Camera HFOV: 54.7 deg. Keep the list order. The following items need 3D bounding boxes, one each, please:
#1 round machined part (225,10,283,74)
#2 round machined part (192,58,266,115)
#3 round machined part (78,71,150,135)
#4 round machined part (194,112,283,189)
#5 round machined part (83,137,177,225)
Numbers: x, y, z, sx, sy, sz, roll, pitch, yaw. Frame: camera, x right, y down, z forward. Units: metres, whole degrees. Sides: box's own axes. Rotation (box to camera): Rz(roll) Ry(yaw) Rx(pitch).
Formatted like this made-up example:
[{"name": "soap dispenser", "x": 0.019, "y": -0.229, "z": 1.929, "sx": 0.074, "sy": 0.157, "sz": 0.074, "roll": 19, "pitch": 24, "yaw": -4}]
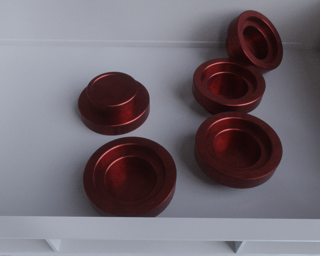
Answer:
[{"name": "round machined part", "x": 0.142, "y": -0.128, "z": 0.483, "sx": 0.099, "sy": 0.042, "sz": 0.098, "roll": 9, "pitch": 72, "yaw": -29}, {"name": "round machined part", "x": 0.095, "y": -0.053, "z": 0.440, "sx": 0.099, "sy": 0.042, "sz": 0.098, "roll": 0, "pitch": 50, "yaw": 0}, {"name": "round machined part", "x": -0.064, "y": -0.040, "z": 0.427, "sx": 0.099, "sy": 0.042, "sz": 0.098, "roll": 0, "pitch": 50, "yaw": 0}, {"name": "round machined part", "x": 0.090, "y": 0.030, "z": 0.370, "sx": 0.099, "sy": 0.042, "sz": 0.098, "roll": 0, "pitch": 50, "yaw": 0}, {"name": "round machined part", "x": -0.032, "y": 0.060, "z": 0.343, "sx": 0.099, "sy": 0.042, "sz": 0.098, "roll": 0, "pitch": 50, "yaw": 0}]
